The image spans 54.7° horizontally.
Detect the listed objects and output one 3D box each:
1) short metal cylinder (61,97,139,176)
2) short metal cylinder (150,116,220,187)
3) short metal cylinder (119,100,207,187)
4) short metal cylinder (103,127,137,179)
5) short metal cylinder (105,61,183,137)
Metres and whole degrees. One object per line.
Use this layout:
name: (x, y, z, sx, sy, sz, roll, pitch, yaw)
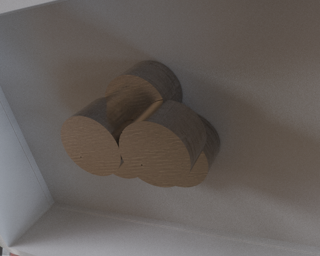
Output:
short metal cylinder: (-0.069, 0.010, 0.368, 0.080, 0.050, 0.079, 13, 124, 21)
short metal cylinder: (0.030, 0.028, 0.392, 0.080, 0.050, 0.079, 13, 124, 21)
short metal cylinder: (0.004, 0.016, 0.333, 0.080, 0.050, 0.079, 13, 124, 21)
short metal cylinder: (-0.044, 0.023, 0.427, 0.080, 0.050, 0.079, 13, 124, 21)
short metal cylinder: (-0.019, -0.036, 0.379, 0.080, 0.050, 0.079, 13, 124, 21)
